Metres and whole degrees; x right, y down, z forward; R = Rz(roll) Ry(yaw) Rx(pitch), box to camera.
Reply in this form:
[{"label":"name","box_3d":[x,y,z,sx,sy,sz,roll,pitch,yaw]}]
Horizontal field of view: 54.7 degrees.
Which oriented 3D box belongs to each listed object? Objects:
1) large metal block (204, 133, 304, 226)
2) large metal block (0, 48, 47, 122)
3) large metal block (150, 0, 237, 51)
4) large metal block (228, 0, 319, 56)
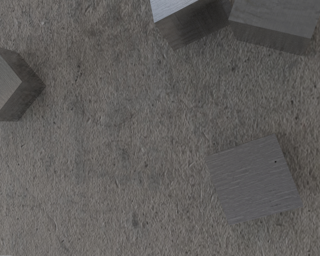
[{"label":"large metal block","box_3d":[0.107,0.057,0.358,0.080,0.050,0.080,-21,83,18]},{"label":"large metal block","box_3d":[-0.240,-0.066,0.480,0.080,0.050,0.080,-46,76,14]},{"label":"large metal block","box_3d":[0.035,-0.151,0.367,0.080,0.050,0.080,-22,55,19]},{"label":"large metal block","box_3d":[0.126,-0.120,0.335,0.080,0.080,0.050,20,97,18]}]
